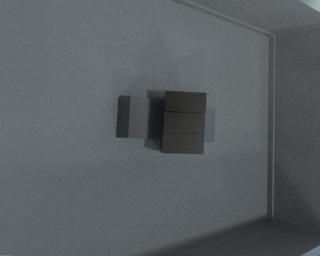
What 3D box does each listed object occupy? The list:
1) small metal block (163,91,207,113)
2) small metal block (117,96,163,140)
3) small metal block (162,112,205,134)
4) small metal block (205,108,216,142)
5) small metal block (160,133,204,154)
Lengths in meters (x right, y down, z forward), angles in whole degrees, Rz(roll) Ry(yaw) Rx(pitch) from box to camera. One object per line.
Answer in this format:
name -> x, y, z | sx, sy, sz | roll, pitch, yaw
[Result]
small metal block -> 0.030, -0.031, 0.402 | 0.050, 0.050, 0.025 | 3, 88, -4
small metal block -> -0.025, -0.012, 0.386 | 0.050, 0.025, 0.050 | 5, 87, -40
small metal block -> 0.028, -0.006, 0.401 | 0.050, 0.050, 0.025 | 2, 88, -4
small metal block -> 0.054, -0.005, 0.453 | 0.050, 0.025, 0.050 | 4, 88, -40
small metal block -> 0.027, 0.020, 0.400 | 0.050, 0.050, 0.025 | 2, 88, -4
